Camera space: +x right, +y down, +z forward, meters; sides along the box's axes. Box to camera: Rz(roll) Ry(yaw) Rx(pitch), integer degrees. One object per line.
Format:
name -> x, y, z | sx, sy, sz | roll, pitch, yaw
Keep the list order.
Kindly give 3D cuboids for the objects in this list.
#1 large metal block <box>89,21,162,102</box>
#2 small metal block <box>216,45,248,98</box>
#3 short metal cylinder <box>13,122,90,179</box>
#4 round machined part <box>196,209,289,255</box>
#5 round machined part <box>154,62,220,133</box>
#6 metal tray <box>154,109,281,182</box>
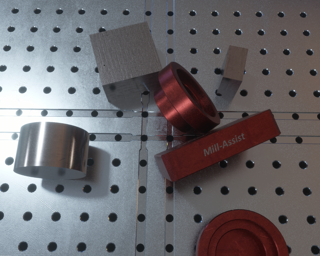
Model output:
large metal block -> -0.045, -0.092, 0.431 | 0.081, 0.050, 0.080 | -15, 71, -6
small metal block -> 0.099, -0.077, 0.427 | 0.025, 0.050, 0.050 | 13, 71, 5
short metal cylinder -> -0.127, 0.030, 0.371 | 0.081, 0.080, 0.050 | 0, 70, 0
round machined part -> 0.089, 0.144, 0.351 | 0.099, 0.042, 0.098 | 0, 70, 0
round machined part -> 0.030, -0.033, 0.394 | 0.042, 0.098, 0.098 | -37, 71, 21
metal tray -> 0.062, 0.021, 0.367 | 0.131, 0.090, 0.030 | -23, 88, -8
